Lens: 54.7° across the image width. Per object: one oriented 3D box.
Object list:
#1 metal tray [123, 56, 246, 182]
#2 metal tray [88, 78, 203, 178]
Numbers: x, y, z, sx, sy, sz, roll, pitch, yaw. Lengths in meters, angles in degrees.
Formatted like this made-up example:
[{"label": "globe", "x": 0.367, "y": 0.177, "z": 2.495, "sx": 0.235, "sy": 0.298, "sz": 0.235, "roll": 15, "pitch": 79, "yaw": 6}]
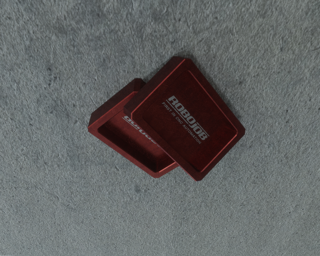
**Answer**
[{"label": "metal tray", "x": 0.033, "y": -0.008, "z": 0.366, "sx": 0.090, "sy": 0.030, "sz": 0.130, "roll": -46, "pitch": 119, "yaw": -3}, {"label": "metal tray", "x": -0.016, "y": 0.006, "z": 0.408, "sx": 0.090, "sy": 0.030, "sz": 0.130, "roll": -35, "pitch": 122, "yaw": 25}]
